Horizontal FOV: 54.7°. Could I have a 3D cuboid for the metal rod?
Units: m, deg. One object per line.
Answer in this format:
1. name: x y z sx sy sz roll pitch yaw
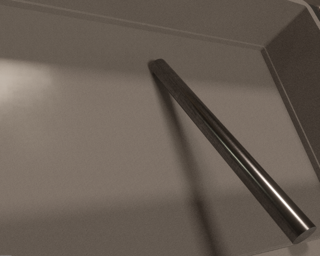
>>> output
1. metal rod: 0.062 0.000 0.367 0.025 0.025 0.300 -4 40 -30
